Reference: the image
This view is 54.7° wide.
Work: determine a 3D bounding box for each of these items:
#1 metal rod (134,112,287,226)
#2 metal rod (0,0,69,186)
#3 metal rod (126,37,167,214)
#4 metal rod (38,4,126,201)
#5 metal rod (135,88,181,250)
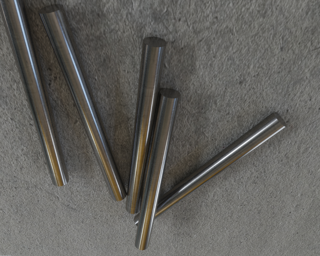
[{"bbox_3d":[0.059,0.077,0.472,0.025,0.025,0.299,32,123,-24],"label":"metal rod"},{"bbox_3d":[-0.147,-0.034,0.376,0.025,0.025,0.298,1,130,-1],"label":"metal rod"},{"bbox_3d":[-0.025,0.021,0.424,0.025,0.025,0.298,6,130,-5],"label":"metal rod"},{"bbox_3d":[-0.087,-0.005,0.401,0.025,0.025,0.298,-6,130,5],"label":"metal rod"},{"bbox_3d":[-0.009,0.080,0.455,0.025,0.025,0.298,6,124,-6],"label":"metal rod"}]
